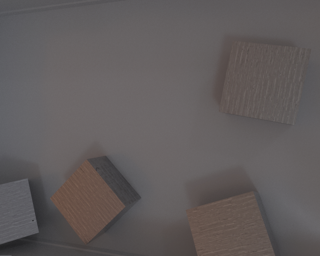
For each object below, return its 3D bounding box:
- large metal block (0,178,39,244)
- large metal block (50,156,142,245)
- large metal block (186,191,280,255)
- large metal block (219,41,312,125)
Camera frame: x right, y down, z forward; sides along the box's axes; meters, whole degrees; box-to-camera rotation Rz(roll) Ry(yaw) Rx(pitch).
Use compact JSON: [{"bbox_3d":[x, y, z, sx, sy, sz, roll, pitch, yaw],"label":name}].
[{"bbox_3d":[-0.229,0.124,0.453,0.081,0.050,0.080,-11,83,-26],"label":"large metal block"},{"bbox_3d":[-0.088,0.097,0.427,0.080,0.050,0.080,-46,76,14],"label":"large metal block"},{"bbox_3d":[0.085,0.124,0.357,0.080,0.050,0.080,-21,69,18],"label":"large metal block"},{"bbox_3d":[0.119,-0.050,0.355,0.080,0.050,0.079,12,94,19],"label":"large metal block"}]
